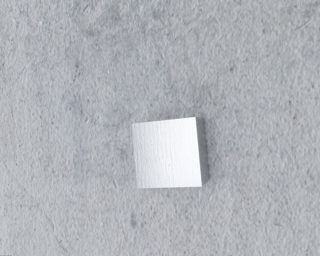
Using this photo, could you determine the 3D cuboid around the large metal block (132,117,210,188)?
[{"bbox_3d":[0.015,0.031,0.390,0.080,0.050,0.080,-6,88,19],"label":"large metal block"}]
